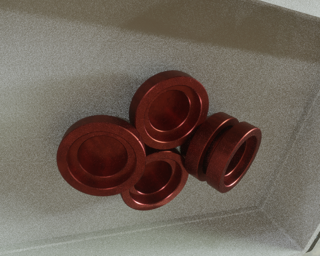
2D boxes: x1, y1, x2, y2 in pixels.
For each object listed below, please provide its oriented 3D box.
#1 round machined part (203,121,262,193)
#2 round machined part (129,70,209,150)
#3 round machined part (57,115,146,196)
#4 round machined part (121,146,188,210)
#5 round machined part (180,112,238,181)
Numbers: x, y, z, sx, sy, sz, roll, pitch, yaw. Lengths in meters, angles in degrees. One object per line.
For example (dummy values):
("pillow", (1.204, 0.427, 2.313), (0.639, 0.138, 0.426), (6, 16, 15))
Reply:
("round machined part", (0.091, 0.034, 0.416), (0.099, 0.042, 0.097), (-33, 140, -34))
("round machined part", (0.008, -0.025, 0.383), (0.099, 0.042, 0.097), (-14, 124, -21))
("round machined part", (-0.066, 0.028, 0.364), (0.099, 0.042, 0.097), (-2, 116, -4))
("round machined part", (-0.013, 0.062, 0.426), (0.099, 0.042, 0.097), (-14, 124, -21))
("round machined part", (0.066, 0.021, 0.431), (0.099, 0.042, 0.097), (-33, 139, -34))
